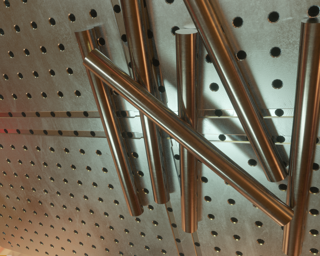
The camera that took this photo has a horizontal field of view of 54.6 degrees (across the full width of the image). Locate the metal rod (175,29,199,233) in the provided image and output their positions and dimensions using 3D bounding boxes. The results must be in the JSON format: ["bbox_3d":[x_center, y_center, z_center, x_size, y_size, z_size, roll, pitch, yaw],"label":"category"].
[{"bbox_3d":[0.037,0.025,0.407,0.025,0.025,0.298,10,123,23],"label":"metal rod"}]

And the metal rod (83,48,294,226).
[{"bbox_3d":[0.034,0.012,0.367,0.300,0.025,0.025,39,129,-1],"label":"metal rod"}]

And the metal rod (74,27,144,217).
[{"bbox_3d":[-0.067,0.008,0.451,0.025,0.025,0.298,3,120,27],"label":"metal rod"}]

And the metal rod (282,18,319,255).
[{"bbox_3d":[0.159,0.034,0.348,0.025,0.025,0.298,6,121,25],"label":"metal rod"}]

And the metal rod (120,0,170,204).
[{"bbox_3d":[-0.015,-0.022,0.406,0.025,0.025,0.298,7,122,25],"label":"metal rod"}]

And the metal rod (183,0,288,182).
[{"bbox_3d":[0.071,-0.068,0.331,0.025,0.025,0.299,-18,109,35],"label":"metal rod"}]
